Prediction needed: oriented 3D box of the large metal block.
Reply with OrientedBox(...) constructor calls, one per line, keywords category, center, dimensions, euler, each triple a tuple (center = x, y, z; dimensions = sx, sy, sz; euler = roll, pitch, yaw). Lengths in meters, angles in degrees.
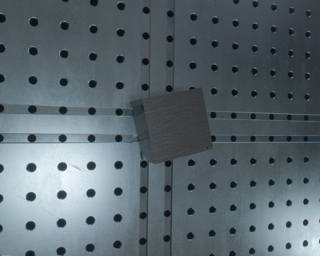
OrientedBox(category="large metal block", center=(0.015, -0.004, 0.404), dimensions=(0.081, 0.050, 0.080), euler=(-13, 95, -20))
